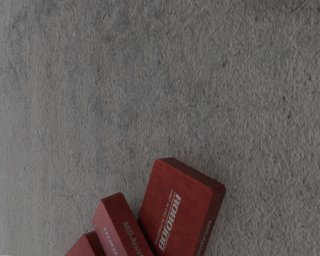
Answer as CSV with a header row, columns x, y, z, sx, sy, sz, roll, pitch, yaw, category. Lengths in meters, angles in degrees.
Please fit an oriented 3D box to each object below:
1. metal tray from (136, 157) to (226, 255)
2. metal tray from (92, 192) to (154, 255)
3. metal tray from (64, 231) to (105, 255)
x,y,z,sx,sy,sz,roll,pitch,yaw,category
0.019,0.113,0.386,0.090,0.030,0.129,26,106,37,metal tray
-0.047,0.164,0.420,0.130,0.030,0.089,58,146,23,metal tray
-0.121,0.239,0.502,0.129,0.030,0.090,-50,61,28,metal tray
